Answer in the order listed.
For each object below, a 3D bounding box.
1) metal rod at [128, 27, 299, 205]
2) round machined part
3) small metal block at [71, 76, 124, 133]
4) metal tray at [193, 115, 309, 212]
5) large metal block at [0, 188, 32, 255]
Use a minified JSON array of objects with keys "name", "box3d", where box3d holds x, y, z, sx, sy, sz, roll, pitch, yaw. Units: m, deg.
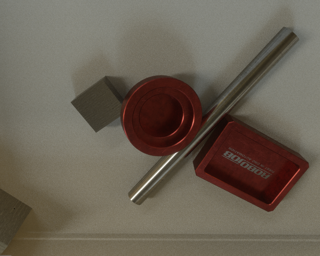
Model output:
[{"name":"metal rod","box3d":[0.061,-0.006,0.410,0.025,0.025,0.299,38,105,-13]},{"name":"round machined part","box3d":[-0.001,-0.018,0.387,0.099,0.042,0.097,-5,108,-15]},{"name":"small metal block","box3d":[-0.076,-0.031,0.399,0.050,0.025,0.050,-33,107,11]},{"name":"metal tray","box3d":[0.124,0.050,0.428,0.131,0.030,0.090,28,107,-10]},{"name":"large metal block","box3d":[-0.239,0.129,0.426,0.080,0.080,0.050,38,106,-13]}]
